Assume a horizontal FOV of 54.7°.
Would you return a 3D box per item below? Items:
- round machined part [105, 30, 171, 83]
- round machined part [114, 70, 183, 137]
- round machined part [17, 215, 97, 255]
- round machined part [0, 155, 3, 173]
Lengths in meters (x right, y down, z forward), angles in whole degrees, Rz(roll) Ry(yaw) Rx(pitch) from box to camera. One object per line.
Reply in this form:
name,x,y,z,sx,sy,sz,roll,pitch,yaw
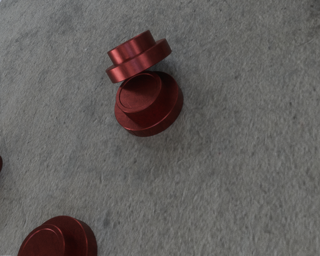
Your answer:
round machined part,-0.036,-0.106,0.445,0.098,0.042,0.098,-26,18,9
round machined part,-0.021,-0.040,0.427,0.098,0.042,0.098,-13,56,20
round machined part,-0.127,0.152,0.365,0.098,0.042,0.098,-13,56,20
round machined part,-0.302,0.065,0.509,0.098,0.042,0.098,-13,56,20
